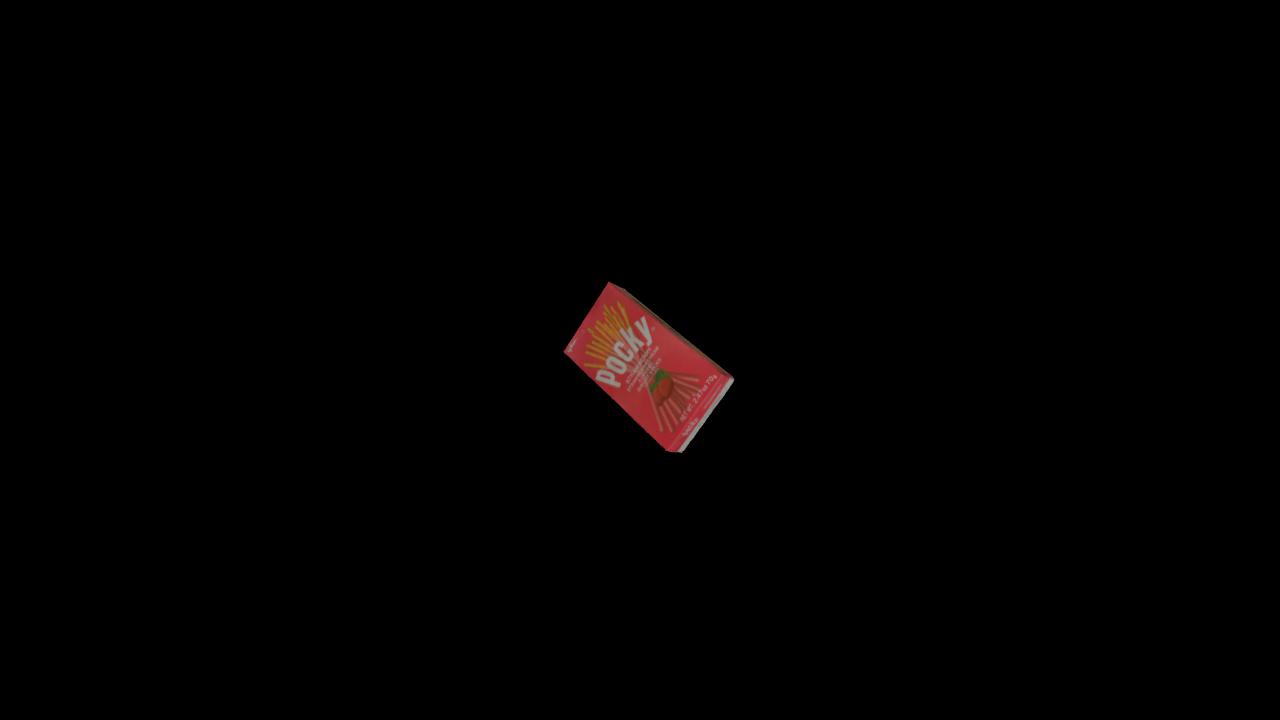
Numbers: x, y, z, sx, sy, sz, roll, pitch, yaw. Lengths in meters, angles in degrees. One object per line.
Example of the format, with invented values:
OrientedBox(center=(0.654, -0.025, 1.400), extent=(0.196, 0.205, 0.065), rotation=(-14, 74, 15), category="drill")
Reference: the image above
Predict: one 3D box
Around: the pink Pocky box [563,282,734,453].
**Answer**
OrientedBox(center=(0.003, 0.004, 0.558), extent=(0.155, 0.084, 0.029), rotation=(42, 14, 30), category="pink Pocky box")
